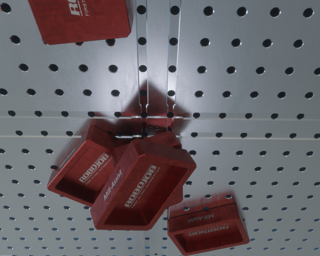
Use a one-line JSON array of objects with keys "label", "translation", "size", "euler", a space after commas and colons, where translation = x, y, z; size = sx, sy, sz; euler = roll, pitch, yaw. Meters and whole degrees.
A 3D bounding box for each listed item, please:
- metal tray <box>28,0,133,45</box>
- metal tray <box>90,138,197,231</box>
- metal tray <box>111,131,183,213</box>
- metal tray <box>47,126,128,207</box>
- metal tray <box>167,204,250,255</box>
[{"label": "metal tray", "translation": [-0.080, -0.146, 0.283], "size": [0.090, 0.030, 0.129], "euler": [-5, 130, 4]}, {"label": "metal tray", "translation": [-0.023, 0.080, 0.406], "size": [0.091, 0.030, 0.129], "euler": [15, 117, -36]}, {"label": "metal tray", "translation": [-0.014, 0.072, 0.448], "size": [0.091, 0.030, 0.129], "euler": [-17, 132, -15]}, {"label": "metal tray", "translation": [-0.097, 0.064, 0.461], "size": [0.090, 0.030, 0.129], "euler": [30, 124, -23]}, {"label": "metal tray", "translation": [0.089, 0.190, 0.569], "size": [0.130, 0.030, 0.090], "euler": [-17, 128, 14]}]
